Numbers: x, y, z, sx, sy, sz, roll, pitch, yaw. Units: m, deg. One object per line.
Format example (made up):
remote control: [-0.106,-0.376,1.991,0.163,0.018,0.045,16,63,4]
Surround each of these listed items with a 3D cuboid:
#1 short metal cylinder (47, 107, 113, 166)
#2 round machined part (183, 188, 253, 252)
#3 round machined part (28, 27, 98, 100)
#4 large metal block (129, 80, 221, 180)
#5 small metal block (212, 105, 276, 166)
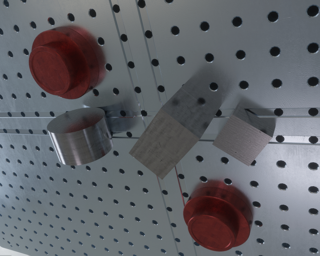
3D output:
short metal cylinder: [-0.112,0.010,0.441,0.080,0.080,0.050,4,120,26]
round machined part: [0.079,0.137,0.443,0.098,0.042,0.097,13,124,21]
round machined part: [-0.137,-0.083,0.421,0.098,0.042,0.097,13,124,21]
large metal block: [0.018,0.001,0.367,0.050,0.080,0.080,39,129,2]
small metal block: [0.098,0.009,0.365,0.050,0.025,0.050,32,129,7]
